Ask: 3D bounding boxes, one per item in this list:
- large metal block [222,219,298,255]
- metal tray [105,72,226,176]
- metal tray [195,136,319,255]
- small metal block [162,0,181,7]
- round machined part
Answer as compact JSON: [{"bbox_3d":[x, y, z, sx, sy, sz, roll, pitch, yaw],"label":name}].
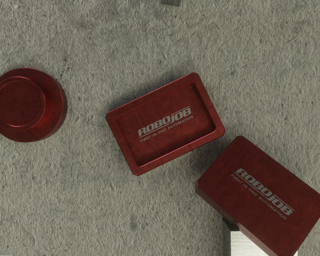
[{"bbox_3d":[0.126,0.163,0.399,0.081,0.050,0.079,-1,90,0],"label":"large metal block"},{"bbox_3d":[0.007,-0.005,0.407,0.131,0.030,0.090,-26,90,0],"label":"metal tray"},{"bbox_3d":[0.120,0.082,0.377,0.130,0.030,0.090,40,71,17],"label":"metal tray"},{"bbox_3d":[0.019,-0.192,0.397,0.025,0.050,0.050,8,90,0],"label":"small metal block"},{"bbox_3d":[-0.175,-0.030,0.400,0.099,0.042,0.097,0,90,0],"label":"round machined part"}]
